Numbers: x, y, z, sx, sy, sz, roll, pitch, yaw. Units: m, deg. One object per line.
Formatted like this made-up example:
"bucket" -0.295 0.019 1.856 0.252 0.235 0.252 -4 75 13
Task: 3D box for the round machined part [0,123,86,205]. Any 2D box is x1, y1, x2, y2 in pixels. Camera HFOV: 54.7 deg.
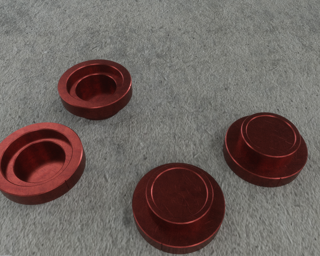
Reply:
"round machined part" -0.134 0.044 0.355 0.099 0.042 0.098 0 50 0

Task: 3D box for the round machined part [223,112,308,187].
"round machined part" 0.129 0.019 0.377 0.099 0.042 0.098 0 50 0

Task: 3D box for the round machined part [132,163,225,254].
"round machined part" 0.020 0.077 0.327 0.099 0.042 0.098 0 50 0

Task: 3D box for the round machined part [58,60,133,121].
"round machined part" -0.087 -0.049 0.433 0.099 0.042 0.098 0 50 0
